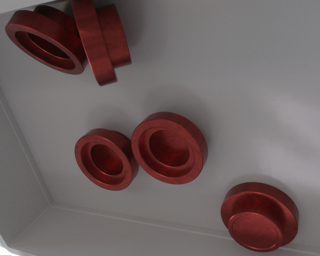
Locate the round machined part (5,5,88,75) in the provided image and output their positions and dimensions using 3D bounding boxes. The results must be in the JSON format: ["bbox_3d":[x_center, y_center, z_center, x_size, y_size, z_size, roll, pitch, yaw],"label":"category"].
[{"bbox_3d":[-0.130,-0.110,0.378,0.098,0.042,0.098,21,165,6],"label":"round machined part"}]

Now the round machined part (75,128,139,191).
[{"bbox_3d":[-0.075,0.042,0.463,0.098,0.042,0.097,13,124,21],"label":"round machined part"}]

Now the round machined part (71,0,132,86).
[{"bbox_3d":[-0.061,-0.099,0.345,0.042,0.098,0.097,-17,115,-4],"label":"round machined part"}]

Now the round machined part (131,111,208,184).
[{"bbox_3d":[0.015,0.022,0.403,0.098,0.042,0.097,13,124,21],"label":"round machined part"}]

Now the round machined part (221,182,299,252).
[{"bbox_3d":[0.128,0.123,0.406,0.098,0.042,0.097,13,124,21],"label":"round machined part"}]
